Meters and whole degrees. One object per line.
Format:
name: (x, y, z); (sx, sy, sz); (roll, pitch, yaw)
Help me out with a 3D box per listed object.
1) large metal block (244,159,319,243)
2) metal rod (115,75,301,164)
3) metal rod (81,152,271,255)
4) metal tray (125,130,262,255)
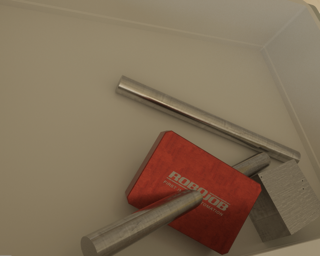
large metal block: (0.162, 0.097, 0.420); (0.081, 0.050, 0.080); (-13, 69, -34)
metal rod: (0.080, -0.005, 0.454); (0.302, 0.025, 0.025); (22, 54, -16)
metal rod: (0.048, 0.074, 0.357); (0.302, 0.025, 0.025); (-14, 69, -44)
metal tray: (0.038, 0.072, 0.353); (0.130, 0.030, 0.090); (31, 84, -9)
